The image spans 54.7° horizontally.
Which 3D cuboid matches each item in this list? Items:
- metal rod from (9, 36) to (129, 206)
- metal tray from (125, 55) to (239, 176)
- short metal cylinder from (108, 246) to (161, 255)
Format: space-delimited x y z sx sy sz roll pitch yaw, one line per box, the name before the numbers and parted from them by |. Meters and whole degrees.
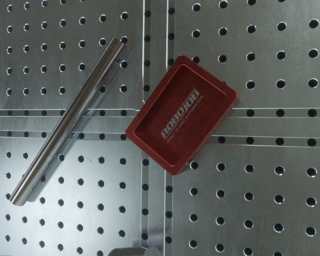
metal rod | -0.140 -0.003 0.462 0.025 0.025 0.299 39 102 15
metal tray | 0.027 -0.016 0.400 0.090 0.030 0.130 39 102 15
short metal cylinder | -0.032 0.194 0.394 0.050 0.080 0.080 -11 86 20
